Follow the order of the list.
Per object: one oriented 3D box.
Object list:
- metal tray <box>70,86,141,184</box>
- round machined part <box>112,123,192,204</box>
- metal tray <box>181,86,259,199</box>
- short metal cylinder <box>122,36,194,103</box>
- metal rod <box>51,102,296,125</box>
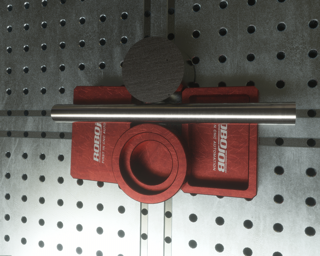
[{"bbox_3d":[-0.076,0.008,0.431,0.090,0.030,0.129,3,91,19],"label":"metal tray"},{"bbox_3d":[-0.007,0.043,0.392,0.098,0.042,0.097,0,90,19],"label":"round machined part"},{"bbox_3d":[0.073,0.016,0.380,0.090,0.030,0.129,1,90,19],"label":"metal tray"},{"bbox_3d":[-0.001,-0.070,0.395,0.080,0.050,0.079,0,90,20],"label":"short metal cylinder"},{"bbox_3d":[0.000,-0.018,0.376,0.301,0.025,0.025,1,91,19],"label":"metal rod"}]
